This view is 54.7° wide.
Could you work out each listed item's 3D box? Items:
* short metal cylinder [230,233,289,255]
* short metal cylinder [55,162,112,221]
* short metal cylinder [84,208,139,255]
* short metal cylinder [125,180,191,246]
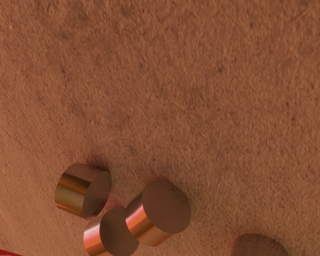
[{"bbox_3d":[0.138,0.198,0.440,0.080,0.050,0.079,13,124,20],"label":"short metal cylinder"},{"bbox_3d":[-0.120,0.100,0.494,0.050,0.080,0.079,15,125,19],"label":"short metal cylinder"},{"bbox_3d":[-0.081,0.182,0.524,0.080,0.080,0.050,49,128,-7],"label":"short metal cylinder"},{"bbox_3d":[-0.003,0.122,0.447,0.080,0.080,0.050,41,129,0],"label":"short metal cylinder"}]
